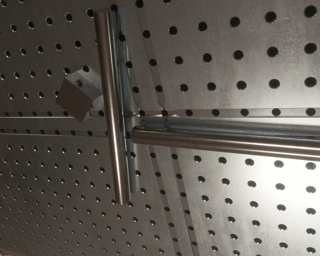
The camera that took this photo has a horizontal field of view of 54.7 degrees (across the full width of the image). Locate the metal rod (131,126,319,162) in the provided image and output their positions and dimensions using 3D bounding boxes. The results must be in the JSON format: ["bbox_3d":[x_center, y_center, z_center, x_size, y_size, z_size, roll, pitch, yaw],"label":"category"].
[{"bbox_3d":[0.101,0.019,0.368,0.301,0.025,0.025,4,120,25],"label":"metal rod"}]

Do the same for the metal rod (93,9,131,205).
[{"bbox_3d":[-0.063,-0.009,0.436,0.025,0.025,0.298,13,124,21],"label":"metal rod"}]

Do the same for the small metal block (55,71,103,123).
[{"bbox_3d":[-0.116,-0.044,0.443,0.050,0.025,0.050,39,129,1],"label":"small metal block"}]
